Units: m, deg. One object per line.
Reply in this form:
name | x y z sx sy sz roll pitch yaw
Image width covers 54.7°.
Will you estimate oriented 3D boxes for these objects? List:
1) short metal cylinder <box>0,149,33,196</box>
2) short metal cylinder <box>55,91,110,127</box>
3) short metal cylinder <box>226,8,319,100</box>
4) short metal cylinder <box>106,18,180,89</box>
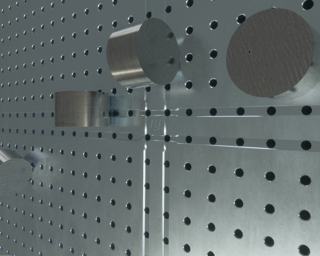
short metal cylinder | -0.308 0.089 0.623 0.050 0.081 0.079 23 105 37
short metal cylinder | -0.116 -0.027 0.467 0.080 0.081 0.050 0 90 39
short metal cylinder | 0.112 -0.068 0.300 0.080 0.050 0.079 0 90 39
short metal cylinder | -0.020 -0.091 0.388 0.050 0.081 0.079 -1 90 40
